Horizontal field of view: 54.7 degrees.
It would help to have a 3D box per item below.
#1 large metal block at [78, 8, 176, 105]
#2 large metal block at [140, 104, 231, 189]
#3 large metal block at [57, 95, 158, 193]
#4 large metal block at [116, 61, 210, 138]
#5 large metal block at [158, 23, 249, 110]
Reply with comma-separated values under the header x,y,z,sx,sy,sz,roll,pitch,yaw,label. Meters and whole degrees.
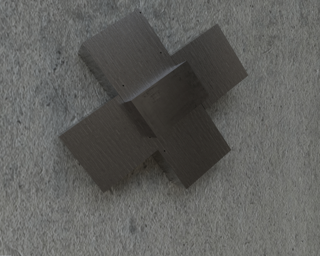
x,y,z,sx,sy,sz,roll,pitch,yaw,label
-0.041,-0.085,0.382,0.080,0.050,0.080,-38,103,-16,large metal block
0.032,0.020,0.409,0.080,0.050,0.080,-38,103,-16,large metal block
-0.064,0.017,0.373,0.080,0.050,0.080,-38,103,-16,large metal block
0.000,-0.033,0.382,0.080,0.080,0.050,-38,103,-16,large metal block
0.057,-0.079,0.418,0.080,0.050,0.080,-38,103,-16,large metal block
